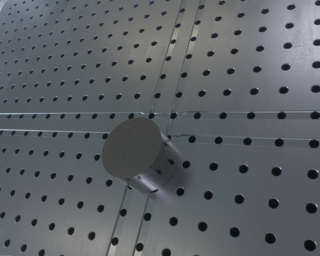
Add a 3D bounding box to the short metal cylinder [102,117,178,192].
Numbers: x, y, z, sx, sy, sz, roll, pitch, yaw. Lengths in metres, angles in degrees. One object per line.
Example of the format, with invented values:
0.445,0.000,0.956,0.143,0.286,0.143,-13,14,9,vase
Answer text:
-0.024,0.033,0.385,0.080,0.050,0.080,-13,56,21,short metal cylinder
